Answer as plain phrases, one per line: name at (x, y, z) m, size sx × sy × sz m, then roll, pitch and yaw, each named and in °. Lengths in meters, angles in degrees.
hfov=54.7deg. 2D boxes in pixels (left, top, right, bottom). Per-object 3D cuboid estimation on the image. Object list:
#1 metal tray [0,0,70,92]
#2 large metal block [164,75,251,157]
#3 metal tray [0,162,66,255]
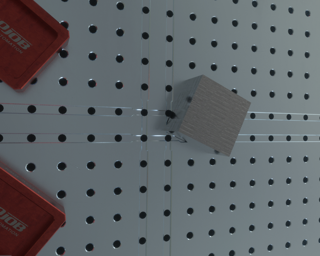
metal tray at (-0.180, -0.114, 0.343) m, size 0.130 × 0.030 × 0.090 m, roll 41°, pitch 77°, yaw -16°
large metal block at (0.064, -0.015, 0.423) m, size 0.080 × 0.050 × 0.080 m, roll 27°, pitch 81°, yaw -18°
metal tray at (-0.184, 0.094, 0.342) m, size 0.130 × 0.030 × 0.090 m, roll 43°, pitch 77°, yaw -15°
